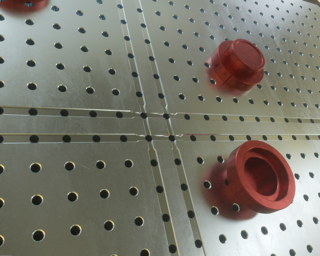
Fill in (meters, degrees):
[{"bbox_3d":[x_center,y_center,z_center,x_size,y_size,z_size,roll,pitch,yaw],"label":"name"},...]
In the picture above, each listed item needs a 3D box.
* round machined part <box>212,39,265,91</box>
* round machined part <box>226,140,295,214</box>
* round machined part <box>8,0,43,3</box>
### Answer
[{"bbox_3d":[0.144,-0.117,0.546,0.099,0.042,0.098,13,56,-21],"label":"round machined part"},{"bbox_3d":[0.132,0.069,0.425,0.099,0.042,0.098,13,56,-21],"label":"round machined part"},{"bbox_3d":[-0.197,-0.224,0.428,0.099,0.042,0.098,13,56,-21],"label":"round machined part"}]
